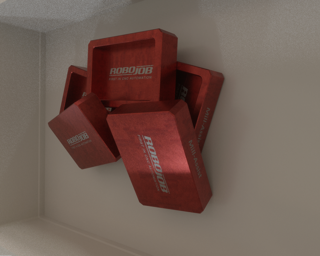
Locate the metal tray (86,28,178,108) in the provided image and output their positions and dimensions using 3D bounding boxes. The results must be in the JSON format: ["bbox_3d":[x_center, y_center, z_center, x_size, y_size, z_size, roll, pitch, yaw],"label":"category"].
[{"bbox_3d":[-0.040,-0.070,0.393,0.130,0.030,0.089,5,93,39],"label":"metal tray"}]

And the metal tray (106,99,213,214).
[{"bbox_3d":[0.001,0.034,0.357,0.090,0.030,0.129,-2,118,34],"label":"metal tray"}]

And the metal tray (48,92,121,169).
[{"bbox_3d":[-0.104,0.010,0.441,0.130,0.030,0.090,-19,108,54],"label":"metal tray"}]

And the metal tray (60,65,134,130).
[{"bbox_3d":[-0.101,-0.039,0.480,0.130,0.030,0.089,25,106,37],"label":"metal tray"}]

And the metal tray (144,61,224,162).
[{"bbox_3d":[0.017,-0.016,0.385,0.090,0.030,0.129,24,105,37],"label":"metal tray"}]
